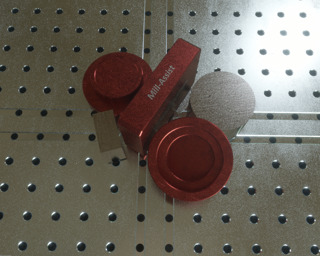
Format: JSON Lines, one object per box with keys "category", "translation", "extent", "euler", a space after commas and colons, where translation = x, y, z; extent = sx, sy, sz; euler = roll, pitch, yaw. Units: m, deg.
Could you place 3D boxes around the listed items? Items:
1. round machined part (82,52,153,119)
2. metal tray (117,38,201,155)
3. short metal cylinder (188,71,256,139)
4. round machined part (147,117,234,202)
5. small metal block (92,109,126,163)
{"category": "round machined part", "translation": [-0.056, -0.063, 0.420], "extent": [0.099, 0.042, 0.098], "euler": [0, 70, 0]}
{"category": "metal tray", "translation": [0.001, -0.036, 0.386], "extent": [0.030, 0.090, 0.130], "euler": [31, 73, 10]}
{"category": "short metal cylinder", "translation": [0.077, -0.027, 0.404], "extent": [0.081, 0.050, 0.080], "euler": [0, 70, 0]}
{"category": "round machined part", "translation": [0.037, 0.035, 0.374], "extent": [0.098, 0.042, 0.097], "euler": [0, 91, 10]}
{"category": "small metal block", "translation": [-0.063, 0.011, 0.389], "extent": [0.025, 0.050, 0.050], "euler": [-14, 71, -5]}
